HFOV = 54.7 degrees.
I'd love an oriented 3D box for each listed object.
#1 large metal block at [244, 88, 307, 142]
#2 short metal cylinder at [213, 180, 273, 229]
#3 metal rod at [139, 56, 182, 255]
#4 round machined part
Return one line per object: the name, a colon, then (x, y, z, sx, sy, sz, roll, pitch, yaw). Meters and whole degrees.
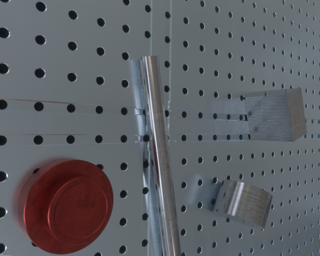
large metal block: (0.202, -0.023, 0.543, 0.050, 0.080, 0.079, -21, 104, -38)
short metal cylinder: (0.128, 0.119, 0.482, 0.080, 0.080, 0.050, 33, 70, -35)
metal rod: (0.003, 0.057, 0.412, 0.025, 0.025, 0.298, -12, 98, -40)
round machined part: (-0.090, 0.082, 0.323, 0.099, 0.042, 0.097, 0, 90, -40)
